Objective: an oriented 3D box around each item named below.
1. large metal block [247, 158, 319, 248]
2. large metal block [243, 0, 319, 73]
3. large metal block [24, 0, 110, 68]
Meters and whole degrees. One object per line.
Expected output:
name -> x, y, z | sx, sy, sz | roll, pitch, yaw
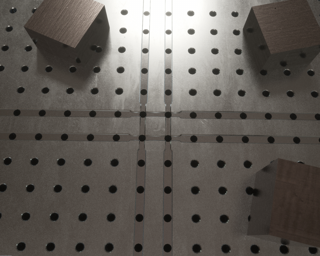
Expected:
large metal block -> 0.141, 0.087, 0.352 | 0.050, 0.080, 0.080 | 13, 71, 4
large metal block -> 0.177, -0.134, 0.450 | 0.081, 0.050, 0.080 | -12, 71, -5
large metal block -> -0.132, -0.147, 0.451 | 0.080, 0.050, 0.080 | 24, 72, 8
